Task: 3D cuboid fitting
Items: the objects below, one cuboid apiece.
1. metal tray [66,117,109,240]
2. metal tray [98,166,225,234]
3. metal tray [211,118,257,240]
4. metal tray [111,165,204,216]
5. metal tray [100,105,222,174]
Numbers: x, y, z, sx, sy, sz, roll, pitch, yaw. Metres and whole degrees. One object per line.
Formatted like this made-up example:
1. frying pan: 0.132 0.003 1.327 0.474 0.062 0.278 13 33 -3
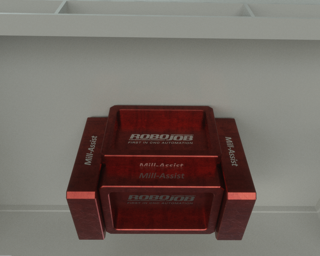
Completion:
1. metal tray: -0.080 0.059 0.387 0.030 0.130 0.089 0 131 0
2. metal tray: 0.001 0.085 0.357 0.131 0.030 0.089 0 130 -1
3. metal tray: 0.083 0.060 0.389 0.030 0.130 0.089 1 131 -1
4. metal tray: 0.001 0.079 0.430 0.131 0.090 0.030 0 130 -1
5. metal tray: 0.002 0.012 0.372 0.131 0.090 0.030 1 131 0
